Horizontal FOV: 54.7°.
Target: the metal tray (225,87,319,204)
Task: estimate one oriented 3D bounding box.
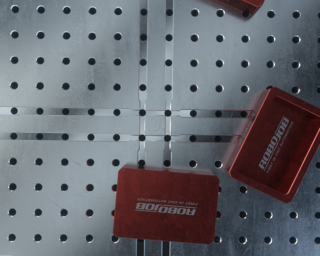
[{"bbox_3d":[0.156,0.022,0.412,0.090,0.030,0.129,26,90,-1],"label":"metal tray"}]

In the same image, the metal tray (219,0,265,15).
[{"bbox_3d":[0.088,-0.221,0.412,0.131,0.030,0.090,24,90,-1],"label":"metal tray"}]

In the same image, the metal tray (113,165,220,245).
[{"bbox_3d":[0.008,0.101,0.411,0.131,0.030,0.089,5,90,-1],"label":"metal tray"}]
